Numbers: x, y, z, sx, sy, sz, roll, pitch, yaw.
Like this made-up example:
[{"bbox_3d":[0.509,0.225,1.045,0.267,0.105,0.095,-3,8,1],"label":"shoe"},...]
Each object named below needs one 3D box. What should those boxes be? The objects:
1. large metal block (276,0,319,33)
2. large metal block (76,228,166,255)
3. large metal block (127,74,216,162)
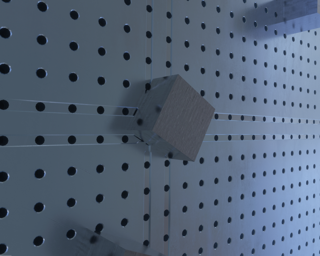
[{"bbox_3d":[0.288,-0.230,0.612,0.081,0.080,0.050,3,88,-40],"label":"large metal block"},{"bbox_3d":[-0.038,0.154,0.341,0.080,0.080,0.050,31,71,-36],"label":"large metal block"},{"bbox_3d":[0.017,-0.011,0.406,0.080,0.050,0.080,37,67,-34],"label":"large metal block"}]
